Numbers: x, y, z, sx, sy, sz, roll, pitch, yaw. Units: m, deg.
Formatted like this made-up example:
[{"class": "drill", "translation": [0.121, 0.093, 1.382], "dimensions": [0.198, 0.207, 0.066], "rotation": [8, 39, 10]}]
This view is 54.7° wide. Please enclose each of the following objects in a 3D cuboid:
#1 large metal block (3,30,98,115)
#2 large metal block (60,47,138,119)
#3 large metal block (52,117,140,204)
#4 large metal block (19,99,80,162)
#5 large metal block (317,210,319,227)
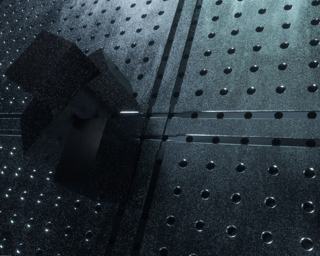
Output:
[{"class": "large metal block", "translation": [-0.144, -0.075, 0.409], "dimensions": [0.080, 0.050, 0.080], "rotation": [29, 78, 37]}, {"class": "large metal block", "translation": [-0.092, -0.056, 0.454], "dimensions": [0.080, 0.080, 0.050], "rotation": [-30, 52, 9]}, {"class": "large metal block", "translation": [-0.074, 0.042, 0.384], "dimensions": [0.050, 0.080, 0.080], "rotation": [-2, 61, 27]}, {"class": "large metal block", "translation": [-0.164, -0.009, 0.466], "dimensions": [0.080, 0.050, 0.080], "rotation": [-45, 49, 22]}, {"class": "large metal block", "translation": [0.189, 0.066, 0.253], "dimensions": [0.080, 0.050, 0.080], "rotation": [31, 79, 37]}]
